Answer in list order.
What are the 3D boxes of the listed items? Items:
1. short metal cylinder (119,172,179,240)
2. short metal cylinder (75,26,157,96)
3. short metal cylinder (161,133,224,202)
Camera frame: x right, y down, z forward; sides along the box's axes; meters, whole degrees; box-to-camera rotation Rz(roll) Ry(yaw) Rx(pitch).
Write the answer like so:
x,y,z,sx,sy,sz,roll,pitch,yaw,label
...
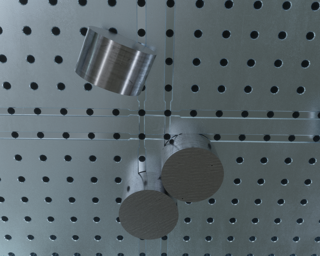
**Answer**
x,y,z,sx,sy,sz,roll,pitch,yaw,label
-0.015,0.109,0.440,0.081,0.050,0.079,0,110,0,short metal cylinder
-0.050,-0.077,0.355,0.080,0.080,0.050,21,109,-8,short metal cylinder
0.042,0.053,0.420,0.081,0.050,0.079,0,110,-1,short metal cylinder
